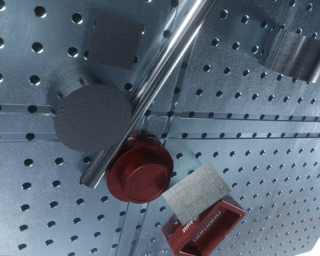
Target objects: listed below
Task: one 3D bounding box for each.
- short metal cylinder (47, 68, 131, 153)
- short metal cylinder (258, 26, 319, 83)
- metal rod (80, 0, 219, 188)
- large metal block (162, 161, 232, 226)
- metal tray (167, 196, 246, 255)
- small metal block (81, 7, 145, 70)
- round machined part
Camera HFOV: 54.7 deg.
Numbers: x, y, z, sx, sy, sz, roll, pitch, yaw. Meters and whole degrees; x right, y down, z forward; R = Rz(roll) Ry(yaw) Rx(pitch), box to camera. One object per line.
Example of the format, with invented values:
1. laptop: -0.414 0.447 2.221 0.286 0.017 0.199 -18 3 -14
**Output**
1. short metal cylinder: -0.078 -0.020 0.340 0.081 0.050 0.079 -14 124 -21
2. short metal cylinder: 0.179 -0.099 0.412 0.081 0.080 0.050 3 117 -30
3. metal rod: -0.011 -0.051 0.373 0.025 0.025 0.299 25 105 -37
4. large metal block: 0.052 0.097 0.458 0.080 0.050 0.080 -34 167 -6
5. metal tray: 0.086 0.181 0.566 0.090 0.030 0.130 32 100 -38
6. small metal block: -0.050 -0.093 0.326 0.050 0.025 0.050 6 116 -31
7. round machined part: -0.025 0.065 0.427 0.099 0.042 0.097 -14 124 -21
